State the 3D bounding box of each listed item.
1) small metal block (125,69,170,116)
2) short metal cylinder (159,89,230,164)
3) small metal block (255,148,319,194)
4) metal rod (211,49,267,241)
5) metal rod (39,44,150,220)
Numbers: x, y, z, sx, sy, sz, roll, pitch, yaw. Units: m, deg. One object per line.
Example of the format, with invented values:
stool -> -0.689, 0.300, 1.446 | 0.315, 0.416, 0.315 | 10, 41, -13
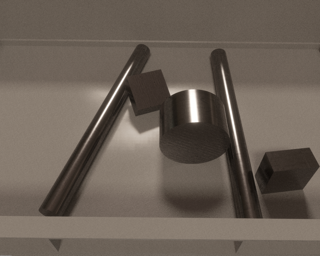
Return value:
small metal block -> -0.016, -0.049, 0.432 | 0.050, 0.025, 0.050 | -16, 78, -17
short metal cylinder -> 0.040, 0.000, 0.370 | 0.081, 0.080, 0.050 | 0, 50, 0
small metal block -> 0.141, 0.049, 0.349 | 0.050, 0.050, 0.025 | -5, 51, -5
metal rod -> 0.095, -0.005, 0.410 | 0.025, 0.025, 0.300 | 0, 50, 0
metal rod -> -0.072, -0.018, 0.419 | 0.025, 0.025, 0.300 | 13, 51, 11
